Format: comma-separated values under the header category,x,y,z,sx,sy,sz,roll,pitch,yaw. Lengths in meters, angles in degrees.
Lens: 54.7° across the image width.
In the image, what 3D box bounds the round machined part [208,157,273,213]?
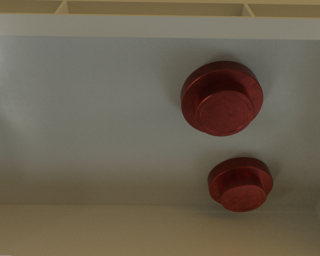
category,x,y,z,sx,sy,sz,roll,pitch,yaw
round machined part,0.125,0.094,0.479,0.099,0.042,0.097,0,130,0

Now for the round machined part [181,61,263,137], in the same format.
category,x,y,z,sx,sy,sz,roll,pitch,yaw
round machined part,0.075,-0.028,0.375,0.099,0.042,0.097,0,130,0
